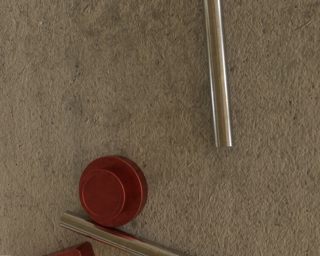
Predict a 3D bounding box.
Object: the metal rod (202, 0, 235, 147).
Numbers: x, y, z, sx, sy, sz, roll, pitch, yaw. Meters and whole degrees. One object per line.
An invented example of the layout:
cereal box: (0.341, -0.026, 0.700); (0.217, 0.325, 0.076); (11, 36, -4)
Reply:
metal rod: (0.067, -0.126, 0.384); (0.025, 0.025, 0.298); (-5, 88, 19)

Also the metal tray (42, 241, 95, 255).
metal tray: (-0.149, 0.231, 0.457); (0.130, 0.030, 0.090); (-23, 83, 18)

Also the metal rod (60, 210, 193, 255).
metal rod: (0.000, 0.166, 0.408); (0.301, 0.025, 0.025); (13, 95, 19)

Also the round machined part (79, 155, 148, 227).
round machined part: (-0.070, 0.088, 0.423); (0.098, 0.042, 0.097); (0, 90, 19)
